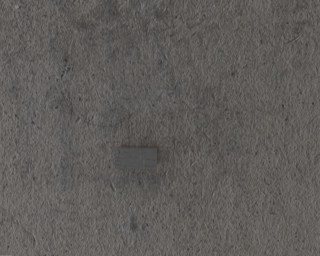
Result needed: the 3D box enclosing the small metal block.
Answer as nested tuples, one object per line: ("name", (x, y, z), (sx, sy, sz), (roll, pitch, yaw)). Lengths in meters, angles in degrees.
("small metal block", (-0.029, 0.037, 0.397), (0.050, 0.050, 0.025), (0, 90, 0))
